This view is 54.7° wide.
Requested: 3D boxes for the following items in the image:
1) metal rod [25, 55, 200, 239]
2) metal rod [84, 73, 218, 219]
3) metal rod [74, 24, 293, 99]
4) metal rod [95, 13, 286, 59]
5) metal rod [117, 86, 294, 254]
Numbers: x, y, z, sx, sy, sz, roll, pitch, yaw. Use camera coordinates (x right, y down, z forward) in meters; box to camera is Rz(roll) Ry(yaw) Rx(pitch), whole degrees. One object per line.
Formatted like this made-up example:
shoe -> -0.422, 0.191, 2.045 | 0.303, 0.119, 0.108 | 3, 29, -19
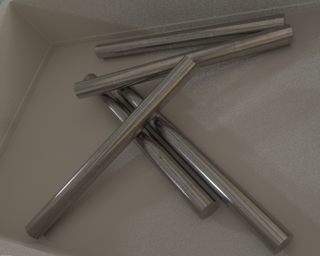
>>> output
metal rod -> -0.063, 0.028, 0.393 | 0.300, 0.025, 0.025 | -46, 51, 5
metal rod -> -0.032, 0.004, 0.418 | 0.025, 0.025, 0.300 | -43, 51, -2
metal rod -> 0.022, -0.087, 0.425 | 0.301, 0.025, 0.025 | -13, 56, 13
metal rod -> 0.029, -0.135, 0.471 | 0.300, 0.025, 0.025 | -1, 62, 27
metal rod -> 0.029, 0.023, 0.374 | 0.025, 0.025, 0.300 | -43, 51, -2
